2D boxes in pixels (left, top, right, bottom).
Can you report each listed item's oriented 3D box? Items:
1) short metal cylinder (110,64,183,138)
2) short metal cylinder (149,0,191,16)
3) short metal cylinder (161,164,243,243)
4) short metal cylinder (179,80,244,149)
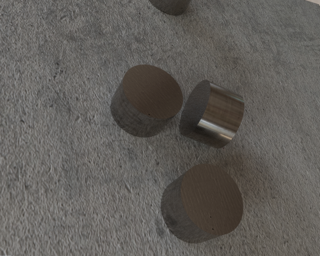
[{"bbox_3d":[-0.018,-0.034,0.399,0.081,0.050,0.080,14,56,-21],"label":"short metal cylinder"},{"bbox_3d":[0.022,-0.248,0.551,0.081,0.050,0.080,14,56,-21],"label":"short metal cylinder"},{"bbox_3d":[0.048,0.088,0.360,0.081,0.050,0.080,14,56,-21],"label":"short metal cylinder"},{"bbox_3d":[0.068,-0.018,0.416,0.050,0.080,0.080,22,54,-16],"label":"short metal cylinder"}]
